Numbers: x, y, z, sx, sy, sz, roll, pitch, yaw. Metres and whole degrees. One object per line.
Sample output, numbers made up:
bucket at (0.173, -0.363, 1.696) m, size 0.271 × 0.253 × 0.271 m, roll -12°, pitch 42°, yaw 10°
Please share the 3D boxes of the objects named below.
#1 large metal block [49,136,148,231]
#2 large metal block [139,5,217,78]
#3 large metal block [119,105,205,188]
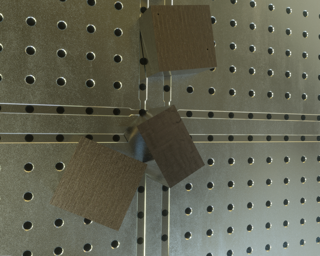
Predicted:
large metal block at (-0.070, 0.063, 0.366) m, size 0.080 × 0.050 × 0.080 m, roll 25°, pitch 82°, yaw -7°
large metal block at (0.023, -0.113, 0.409) m, size 0.081 × 0.050 × 0.079 m, roll -9°, pitch 93°, yaw -20°
large metal block at (0.000, 0.020, 0.384) m, size 0.050 × 0.080 × 0.080 m, roll -31°, pitch 101°, yaw -18°
